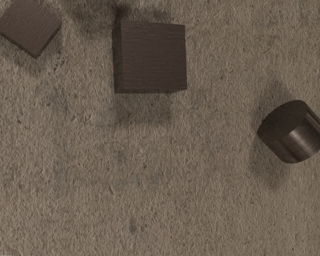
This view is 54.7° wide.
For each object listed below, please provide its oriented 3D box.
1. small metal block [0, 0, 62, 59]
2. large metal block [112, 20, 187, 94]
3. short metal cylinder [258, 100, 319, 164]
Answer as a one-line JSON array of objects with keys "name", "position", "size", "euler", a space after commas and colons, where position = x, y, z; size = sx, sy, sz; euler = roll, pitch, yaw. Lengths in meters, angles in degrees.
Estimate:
[{"name": "small metal block", "position": [-0.149, -0.115, 0.354], "size": [0.050, 0.025, 0.050], "euler": [36, 78, -17]}, {"name": "large metal block", "position": [-0.014, -0.086, 0.391], "size": [0.081, 0.050, 0.079], "euler": [-3, 91, -20]}, {"name": "short metal cylinder", "position": [0.193, 0.005, 0.453], "size": [0.050, 0.080, 0.080], "euler": [43, 76, -16]}]
